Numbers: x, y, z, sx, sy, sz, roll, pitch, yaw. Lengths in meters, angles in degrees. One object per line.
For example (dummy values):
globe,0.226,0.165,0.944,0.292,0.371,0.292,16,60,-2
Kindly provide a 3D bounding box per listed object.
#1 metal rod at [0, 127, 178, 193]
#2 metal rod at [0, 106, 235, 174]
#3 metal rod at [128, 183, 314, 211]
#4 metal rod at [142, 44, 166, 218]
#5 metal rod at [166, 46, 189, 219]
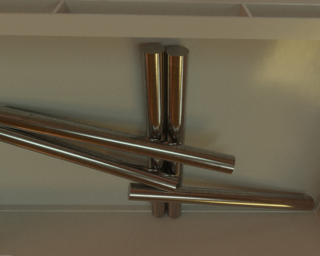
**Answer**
metal rod,-0.121,0.033,0.417,0.302,0.025,0.025,18,128,-9
metal rod,-0.055,0.016,0.394,0.302,0.025,0.025,12,129,-2
metal rod,0.102,0.108,0.478,0.302,0.025,0.025,7,130,-14
metal rod,-0.005,0.028,0.429,0.025,0.025,0.298,-1,130,0
metal rod,0.021,0.030,0.431,0.025,0.025,0.298,-1,130,0
